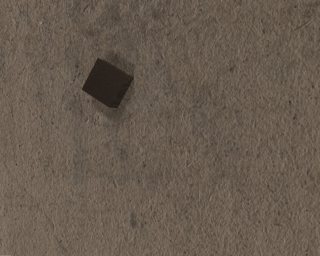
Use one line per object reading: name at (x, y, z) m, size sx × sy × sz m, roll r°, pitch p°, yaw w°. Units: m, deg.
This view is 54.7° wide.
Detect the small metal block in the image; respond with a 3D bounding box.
small metal block at (-0.073, -0.062, 0.434) m, size 0.050 × 0.025 × 0.050 m, roll 33°, pitch 100°, yaw 16°
